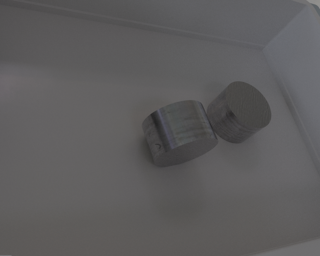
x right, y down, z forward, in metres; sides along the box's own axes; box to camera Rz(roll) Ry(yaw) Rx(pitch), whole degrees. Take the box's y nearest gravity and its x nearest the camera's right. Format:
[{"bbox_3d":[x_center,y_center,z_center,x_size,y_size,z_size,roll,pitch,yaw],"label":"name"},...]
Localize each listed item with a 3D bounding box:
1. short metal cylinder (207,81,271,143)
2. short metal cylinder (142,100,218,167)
[{"bbox_3d":[0.118,-0.023,0.467,0.081,0.050,0.080,14,56,-21],"label":"short metal cylinder"},{"bbox_3d":[0.024,0.008,0.378,0.081,0.080,0.050,-7,65,-31],"label":"short metal cylinder"}]
